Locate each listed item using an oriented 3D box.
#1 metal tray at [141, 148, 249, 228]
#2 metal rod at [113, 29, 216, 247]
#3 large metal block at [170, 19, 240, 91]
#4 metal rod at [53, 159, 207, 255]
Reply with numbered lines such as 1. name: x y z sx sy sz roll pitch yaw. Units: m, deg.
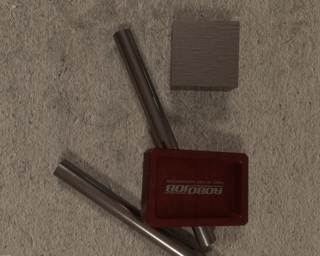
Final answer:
1. metal tray: 0.045 0.073 0.384 0.131 0.030 0.090 5 82 -17
2. metal rod: 0.006 0.013 0.410 0.025 0.025 0.299 -22 90 0
3. large metal block: 0.055 -0.090 0.398 0.081 0.050 0.079 1 90 -1
4. metal rod: -0.009 0.136 0.409 0.301 0.025 0.025 35 90 -1
